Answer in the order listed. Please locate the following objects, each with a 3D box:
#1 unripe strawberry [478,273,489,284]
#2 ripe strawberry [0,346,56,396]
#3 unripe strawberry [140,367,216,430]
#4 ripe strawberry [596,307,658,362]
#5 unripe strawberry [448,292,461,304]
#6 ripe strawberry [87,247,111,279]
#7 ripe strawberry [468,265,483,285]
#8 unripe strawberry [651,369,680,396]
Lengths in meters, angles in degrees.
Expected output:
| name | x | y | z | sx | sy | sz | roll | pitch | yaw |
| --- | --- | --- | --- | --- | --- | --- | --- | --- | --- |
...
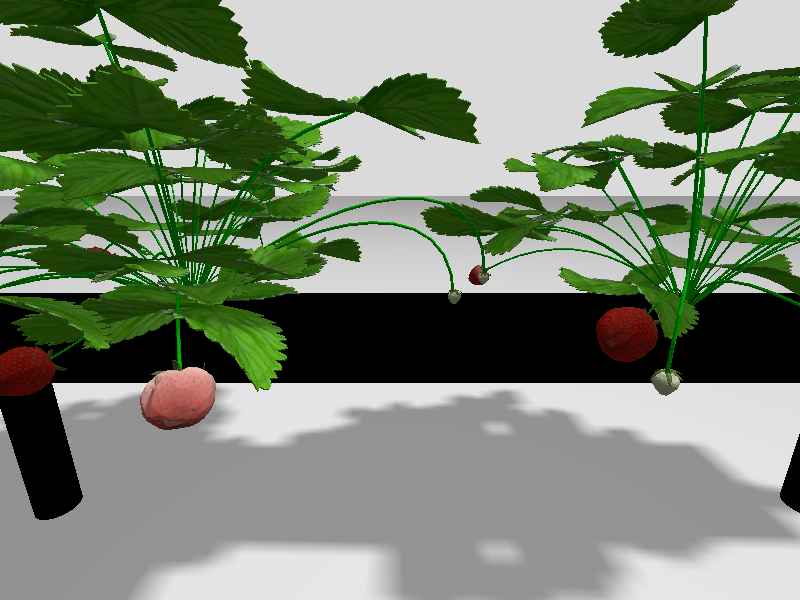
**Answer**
| name | x | y | z | sx | sy | sz | roll | pitch | yaw |
| --- | --- | --- | --- | --- | --- | --- | --- | --- | --- |
| unripe strawberry | 0.078 | -0.020 | 0.374 | 0.010 | 0.010 | 0.011 | -1 | 16 | -3 |
| ripe strawberry | -0.212 | 0.041 | 0.223 | 0.027 | 0.028 | 0.029 | 2 | 17 | 8 |
| unripe strawberry | -0.105 | 0.048 | 0.190 | 0.033 | 0.029 | 0.030 | -8 | 29 | -24 |
| ripe strawberry | 0.147 | 0.024 | 0.264 | 0.039 | 0.038 | 0.036 | -15 | 22 | -40 |
| unripe strawberry | 0.045 | -0.002 | 0.332 | 0.011 | 0.011 | 0.010 | 2 | 17 | 7 |
| ripe strawberry | -0.370 | -0.043 | 0.483 | 0.040 | 0.039 | 0.044 | -11 | 6 | 38 |
| ripe strawberry | 0.090 | -0.028 | 0.462 | 0.022 | 0.022 | 0.020 | -33 | -4 | 34 |
| unripe strawberry | 0.144 | 0.045 | 0.218 | 0.013 | 0.014 | 0.014 | 12 | 20 | 35 |
